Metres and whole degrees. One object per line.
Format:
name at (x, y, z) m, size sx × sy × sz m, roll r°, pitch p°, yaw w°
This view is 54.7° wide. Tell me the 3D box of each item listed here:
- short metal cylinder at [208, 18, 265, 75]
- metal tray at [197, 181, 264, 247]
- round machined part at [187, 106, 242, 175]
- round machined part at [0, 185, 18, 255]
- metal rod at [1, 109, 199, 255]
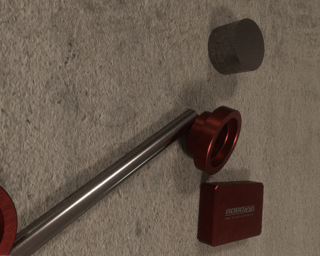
short metal cylinder at (0.122, -0.128, 0.493) m, size 0.081 × 0.050 × 0.079 m, roll 0°, pitch 90°, yaw -40°
metal tray at (0.119, 0.134, 0.504) m, size 0.131 × 0.030 × 0.089 m, roll 6°, pitch 86°, yaw -40°
round machined part at (0.074, 0.014, 0.443) m, size 0.099 × 0.042 × 0.097 m, roll -35°, pitch 138°, yaw -40°
round machined part at (-0.173, 0.081, 0.249) m, size 0.099 × 0.042 × 0.097 m, roll 0°, pitch 90°, yaw -40°
metal rod at (-0.054, 0.056, 0.361) m, size 0.302 × 0.025 × 0.025 m, roll -36°, pitch 113°, yaw -34°
